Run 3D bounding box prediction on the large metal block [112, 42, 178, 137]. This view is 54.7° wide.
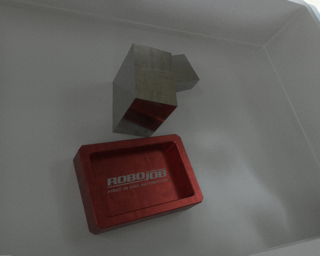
[{"bbox_3d":[-0.023,-0.044,0.386,0.050,0.080,0.080,10,58,-24],"label":"large metal block"}]

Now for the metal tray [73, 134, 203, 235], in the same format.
[{"bbox_3d":[-0.023,0.059,0.355,0.131,0.030,0.090,-6,65,-31],"label":"metal tray"}]

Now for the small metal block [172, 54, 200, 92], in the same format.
[{"bbox_3d":[0.024,-0.083,0.471,0.050,0.025,0.050,-16,71,-35],"label":"small metal block"}]
